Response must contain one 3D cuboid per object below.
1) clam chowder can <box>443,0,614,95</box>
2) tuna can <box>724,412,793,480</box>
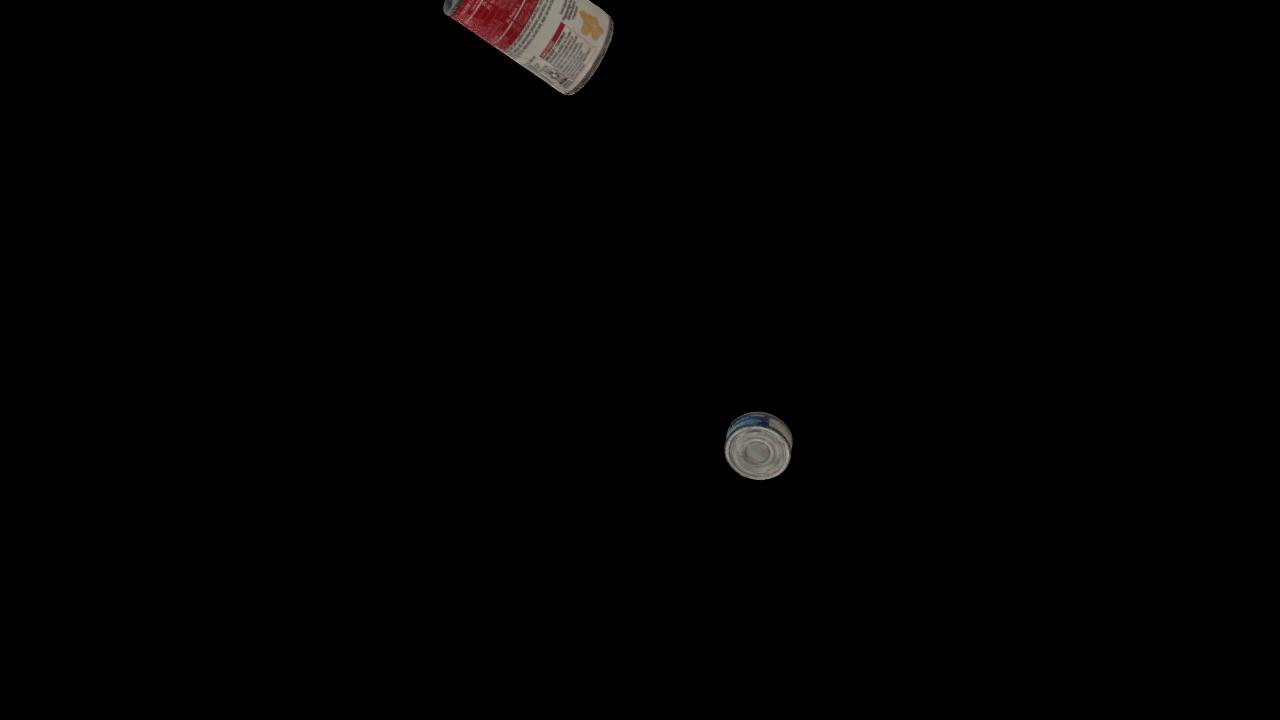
[{"bbox_3d":[-0.078,-0.247,0.441,0.102,0.068,0.068,24,-14,-35],"label":"clam chowder can"},{"bbox_3d":[0.149,0.110,0.776,0.084,0.084,0.034,0,25,16],"label":"tuna can"}]
